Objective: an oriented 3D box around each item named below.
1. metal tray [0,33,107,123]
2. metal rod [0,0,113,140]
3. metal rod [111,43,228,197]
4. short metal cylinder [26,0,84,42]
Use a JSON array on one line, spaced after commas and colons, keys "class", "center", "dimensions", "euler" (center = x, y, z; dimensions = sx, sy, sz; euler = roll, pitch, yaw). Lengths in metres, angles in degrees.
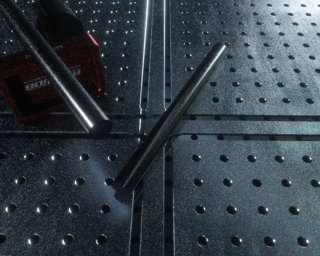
[{"class": "metal tray", "center": [-0.143, -0.067, 0.419], "dimensions": [0.131, 0.089, 0.030], "euler": [-23, 54, -19]}, {"class": "metal rod", "center": [-0.142, -0.092, 0.364], "dimensions": [0.025, 0.025, 0.300], "euler": [-29, 56, -22]}, {"class": "metal rod", "center": [0.028, -0.031, 0.433], "dimensions": [0.025, 0.025, 0.301], "euler": [23, 53, 18]}, {"class": "short metal cylinder", "center": [-0.172, -0.163, 0.506], "dimensions": [0.081, 0.080, 0.050], "euler": [-24, 54, -19]}]
